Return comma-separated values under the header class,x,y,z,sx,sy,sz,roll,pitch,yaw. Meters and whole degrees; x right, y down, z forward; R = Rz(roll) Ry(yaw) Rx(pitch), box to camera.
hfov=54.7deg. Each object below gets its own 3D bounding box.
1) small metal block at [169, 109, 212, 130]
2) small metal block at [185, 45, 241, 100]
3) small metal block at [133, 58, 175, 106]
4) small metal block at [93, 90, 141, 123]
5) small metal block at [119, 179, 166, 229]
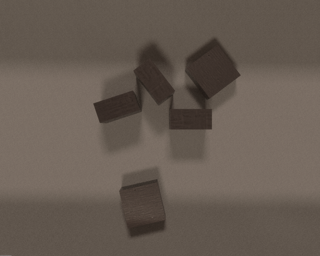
class,x,y,z,sx,sy,sz,roll,pitch,yaw
small metal block,0.038,-0.011,0.399,0.050,0.050,0.025,0,90,-1
small metal block,0.069,-0.073,0.412,0.050,0.025,0.050,-37,90,0
small metal block,-0.007,-0.057,0.399,0.025,0.050,0.050,-38,90,0
small metal block,-0.053,-0.026,0.398,0.050,0.050,0.025,-18,90,0
small metal block,-0.023,0.100,0.411,0.050,0.025,0.050,-13,90,-1
